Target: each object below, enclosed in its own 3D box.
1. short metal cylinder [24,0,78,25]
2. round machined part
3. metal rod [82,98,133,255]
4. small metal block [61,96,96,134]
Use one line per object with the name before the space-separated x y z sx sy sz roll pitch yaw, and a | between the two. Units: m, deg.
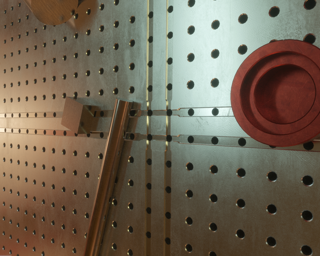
short metal cylinder | -0.189 -0.225 0.530 0.050 0.081 0.080 50 120 28
round machined part | 0.122 -0.032 0.298 0.098 0.042 0.097 0 90 40
metal rod | -0.087 0.101 0.481 0.025 0.025 0.298 23 104 38
small metal block | -0.139 -0.022 0.525 0.050 0.025 0.050 24 105 37
